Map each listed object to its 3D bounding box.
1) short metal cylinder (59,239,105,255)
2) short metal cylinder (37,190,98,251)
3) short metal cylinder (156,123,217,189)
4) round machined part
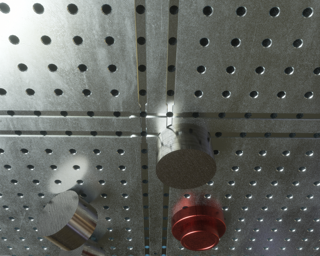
[{"bbox_3d":[-0.150,0.248,0.586,0.080,0.080,0.050,-34,122,25],"label":"short metal cylinder"},{"bbox_3d":[-0.149,0.149,0.501,0.080,0.080,0.050,-23,127,18],"label":"short metal cylinder"},{"bbox_3d":[0.035,0.040,0.430,0.081,0.050,0.079,0,130,0],"label":"short metal cylinder"},{"bbox_3d":[0.070,0.186,0.560,0.099,0.042,0.097,0,130,0],"label":"round machined part"}]
